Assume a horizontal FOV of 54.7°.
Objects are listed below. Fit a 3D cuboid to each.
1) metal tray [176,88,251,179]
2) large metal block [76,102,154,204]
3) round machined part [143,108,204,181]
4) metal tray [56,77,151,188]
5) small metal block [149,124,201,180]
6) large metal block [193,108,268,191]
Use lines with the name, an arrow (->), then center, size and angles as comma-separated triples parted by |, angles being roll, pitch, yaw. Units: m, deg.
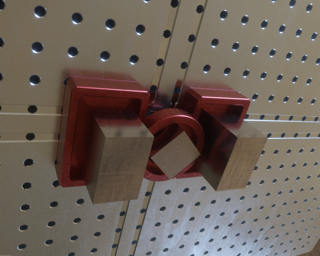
metal tray -> 0.068, 0.010, 0.450 | 0.091, 0.030, 0.129 | 0, 118, -28
large metal block -> -0.054, 0.025, 0.344 | 0.050, 0.080, 0.079 | 1, 118, -29
round machined part -> 0.005, 0.018, 0.402 | 0.099, 0.042, 0.097 | -14, 124, -21
metal tray -> -0.071, 0.008, 0.373 | 0.091, 0.030, 0.129 | 1, 118, -29
small metal block -> 0.015, 0.028, 0.384 | 0.050, 0.025, 0.050 | -39, 129, -2
large metal block -> 0.087, 0.028, 0.422 | 0.050, 0.080, 0.079 | 1, 118, -29
